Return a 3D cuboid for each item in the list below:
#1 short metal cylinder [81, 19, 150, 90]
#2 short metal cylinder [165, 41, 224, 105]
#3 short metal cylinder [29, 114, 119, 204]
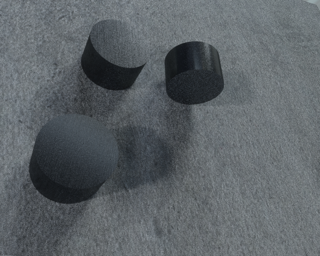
[{"bbox_3d":[-0.060,-0.098,0.416,0.081,0.050,0.080,14,56,-21],"label":"short metal cylinder"},{"bbox_3d":[0.048,-0.077,0.443,0.081,0.080,0.050,11,57,-23],"label":"short metal cylinder"},{"bbox_3d":[-0.090,0.032,0.321,0.081,0.050,0.080,14,56,-21],"label":"short metal cylinder"}]
